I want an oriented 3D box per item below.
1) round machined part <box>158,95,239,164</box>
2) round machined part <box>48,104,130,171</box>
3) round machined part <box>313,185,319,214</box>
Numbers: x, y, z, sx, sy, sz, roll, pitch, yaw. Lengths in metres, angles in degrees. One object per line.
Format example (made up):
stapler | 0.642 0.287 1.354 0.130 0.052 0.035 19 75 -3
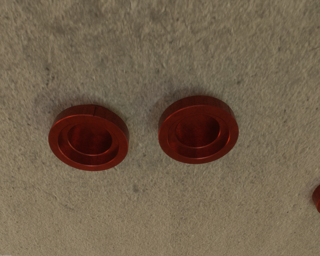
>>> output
round machined part | 0.047 -0.002 0.395 0.099 0.042 0.097 -1 130 0
round machined part | -0.089 0.008 0.402 0.099 0.042 0.097 -1 130 0
round machined part | 0.307 0.120 0.503 0.099 0.042 0.097 -1 130 0
